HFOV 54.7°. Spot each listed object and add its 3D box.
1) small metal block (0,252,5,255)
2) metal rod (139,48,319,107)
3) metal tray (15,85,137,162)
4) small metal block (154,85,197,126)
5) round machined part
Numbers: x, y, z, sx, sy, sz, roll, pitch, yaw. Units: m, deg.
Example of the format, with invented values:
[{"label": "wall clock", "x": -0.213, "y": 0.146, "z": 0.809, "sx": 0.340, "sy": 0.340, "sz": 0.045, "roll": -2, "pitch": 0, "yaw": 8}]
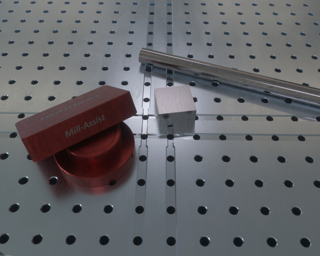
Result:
[{"label": "small metal block", "x": -0.170, "y": 0.125, "z": 0.285, "sx": 0.050, "sy": 0.050, "sz": 0.025, "roll": 10, "pitch": 51, "yaw": 8}, {"label": "metal rod", "x": 0.111, "y": -0.078, "z": 0.473, "sx": 0.301, "sy": 0.025, "sz": 0.025, "roll": 16, "pitch": 52, "yaw": 13}, {"label": "metal tray", "x": -0.105, "y": -0.012, "z": 0.385, "sx": 0.131, "sy": 0.030, "sz": 0.090, "roll": -27, "pitch": 24, "yaw": -21}, {"label": "small metal block", "x": 0.020, "y": -0.032, "z": 0.434, "sx": 0.050, "sy": 0.025, "sz": 0.050, "roll": -6, "pitch": 50, "yaw": -6}, {"label": "round machined part", "x": -0.081, "y": 0.019, "z": 0.380, "sx": 0.099, "sy": 0.042, "sz": 0.098, "roll": 0, "pitch": 50, "yaw": 0}]
